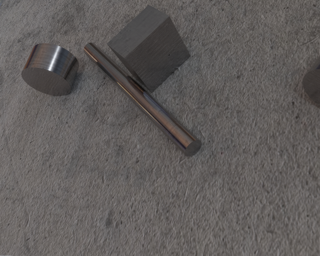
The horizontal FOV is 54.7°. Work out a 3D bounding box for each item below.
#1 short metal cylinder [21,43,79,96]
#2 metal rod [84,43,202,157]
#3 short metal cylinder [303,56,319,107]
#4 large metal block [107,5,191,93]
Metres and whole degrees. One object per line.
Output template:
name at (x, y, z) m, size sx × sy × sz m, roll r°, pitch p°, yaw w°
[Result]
short metal cylinder at (-0.184, -0.097, 0.525) m, size 0.080 × 0.080 × 0.050 m, roll -4°, pitch 60°, yaw 26°
metal rod at (-0.043, -0.059, 0.462) m, size 0.025 × 0.025 × 0.300 m, roll -43°, pitch 51°, yaw -2°
short metal cylinder at (0.190, -0.048, 0.298) m, size 0.080 × 0.080 × 0.050 m, roll 33°, pitch 80°, yaw 38°
large metal block at (-0.014, -0.112, 0.444) m, size 0.080 × 0.080 × 0.050 m, roll -44°, pitch 51°, yaw -2°
